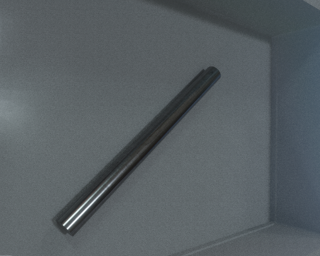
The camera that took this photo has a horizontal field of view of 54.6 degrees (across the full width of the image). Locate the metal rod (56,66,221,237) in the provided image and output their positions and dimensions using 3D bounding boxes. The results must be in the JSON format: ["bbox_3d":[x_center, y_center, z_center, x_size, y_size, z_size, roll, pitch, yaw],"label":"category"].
[{"bbox_3d":[-0.009,0.011,0.397,0.301,0.025,0.025,-46,118,-30],"label":"metal rod"}]
